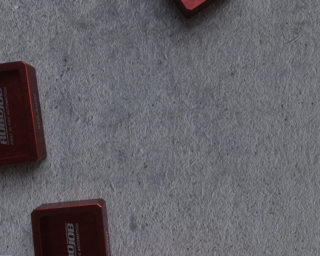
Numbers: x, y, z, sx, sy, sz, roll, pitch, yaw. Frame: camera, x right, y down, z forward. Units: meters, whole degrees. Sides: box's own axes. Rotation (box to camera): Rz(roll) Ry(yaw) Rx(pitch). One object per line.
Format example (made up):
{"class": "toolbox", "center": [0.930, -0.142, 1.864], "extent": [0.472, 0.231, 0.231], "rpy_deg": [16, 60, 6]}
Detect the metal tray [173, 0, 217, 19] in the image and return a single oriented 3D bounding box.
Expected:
{"class": "metal tray", "center": [0.037, -0.224, 0.407], "extent": [0.090, 0.030, 0.130], "rpy_deg": [-34, 90, 0]}

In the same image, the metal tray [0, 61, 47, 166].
{"class": "metal tray", "center": [-0.206, -0.016, 0.405], "extent": [0.091, 0.030, 0.129], "rpy_deg": [-8, 90, 0]}

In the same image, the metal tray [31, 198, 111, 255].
{"class": "metal tray", "center": [-0.113, 0.163, 0.406], "extent": [0.091, 0.030, 0.129], "rpy_deg": [-6, 90, 0]}
